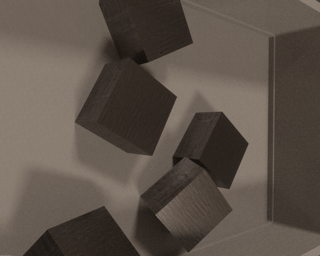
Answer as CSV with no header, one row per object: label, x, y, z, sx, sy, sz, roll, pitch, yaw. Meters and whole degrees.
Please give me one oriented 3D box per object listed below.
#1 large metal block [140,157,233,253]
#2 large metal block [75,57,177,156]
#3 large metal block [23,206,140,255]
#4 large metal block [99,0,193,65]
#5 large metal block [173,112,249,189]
large metal block,0.035,0.099,0.407,0.080,0.050,0.080,-40,117,-11
large metal block,-0.037,-0.022,0.361,0.080,0.050,0.080,36,68,-35
large metal block,-0.068,0.130,0.292,0.080,0.050,0.080,49,20,16
large metal block,-0.015,-0.127,0.380,0.081,0.050,0.080,-32,110,-36
large metal block,0.077,0.032,0.458,0.080,0.050,0.080,44,63,-32
